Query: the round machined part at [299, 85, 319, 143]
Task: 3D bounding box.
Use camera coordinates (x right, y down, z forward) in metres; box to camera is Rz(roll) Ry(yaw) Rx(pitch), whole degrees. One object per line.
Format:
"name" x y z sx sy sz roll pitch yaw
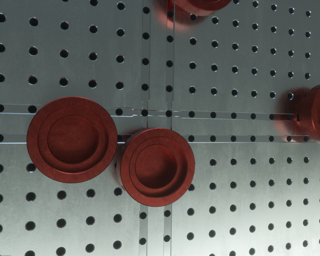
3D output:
"round machined part" 0.266 -0.023 0.501 0.099 0.042 0.097 0 90 -20

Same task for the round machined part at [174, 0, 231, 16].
"round machined part" 0.053 -0.201 0.422 0.099 0.042 0.097 0 90 -20

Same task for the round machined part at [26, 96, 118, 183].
"round machined part" -0.103 0.013 0.366 0.099 0.042 0.097 0 90 -20

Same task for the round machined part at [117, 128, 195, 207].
"round machined part" -0.008 0.048 0.400 0.099 0.042 0.097 0 90 -20
